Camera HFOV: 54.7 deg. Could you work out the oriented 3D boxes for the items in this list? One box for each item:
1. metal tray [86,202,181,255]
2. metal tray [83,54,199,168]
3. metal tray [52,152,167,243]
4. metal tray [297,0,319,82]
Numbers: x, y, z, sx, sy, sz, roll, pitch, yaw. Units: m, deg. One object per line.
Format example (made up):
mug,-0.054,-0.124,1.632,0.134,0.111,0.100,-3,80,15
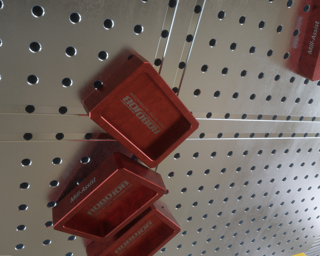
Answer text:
metal tray,-0.040,0.179,0.498,0.130,0.030,0.090,-41,130,0
metal tray,-0.018,-0.016,0.389,0.090,0.030,0.130,-43,130,1
metal tray,-0.068,0.098,0.416,0.130,0.030,0.090,-42,131,15
metal tray,0.265,-0.142,0.468,0.091,0.030,0.129,-15,125,-20
